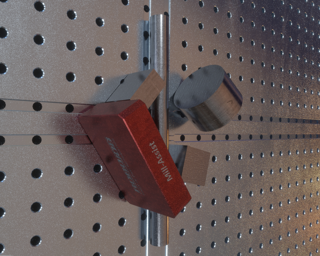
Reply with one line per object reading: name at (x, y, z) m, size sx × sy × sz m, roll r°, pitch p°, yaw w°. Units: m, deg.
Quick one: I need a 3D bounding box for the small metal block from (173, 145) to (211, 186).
small metal block at (0.043, 0.054, 0.449) m, size 0.050 × 0.025 × 0.050 m, roll 19°, pitch 78°, yaw -39°

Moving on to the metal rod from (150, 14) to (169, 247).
metal rod at (-0.001, 0.003, 0.410) m, size 0.025 × 0.025 × 0.298 m, roll 0°, pitch 90°, yaw -40°

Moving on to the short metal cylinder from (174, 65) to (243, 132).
short metal cylinder at (0.067, -0.041, 0.431) m, size 0.050 × 0.080 × 0.080 m, roll 46°, pitch 63°, yaw -31°

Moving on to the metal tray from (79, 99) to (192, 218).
metal tray at (-0.028, 0.034, 0.344) m, size 0.030 × 0.090 × 0.129 m, roll -40°, pitch 115°, yaw -33°

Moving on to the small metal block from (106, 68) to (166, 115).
small metal block at (-0.029, -0.042, 0.369) m, size 0.025 × 0.050 × 0.050 m, roll 49°, pitch 61°, yaw -29°
